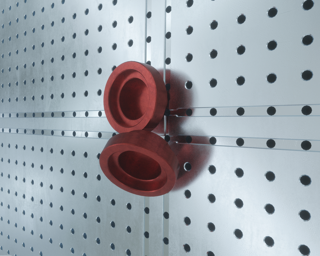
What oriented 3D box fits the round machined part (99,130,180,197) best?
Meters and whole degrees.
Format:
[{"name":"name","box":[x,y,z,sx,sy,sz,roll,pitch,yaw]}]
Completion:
[{"name":"round machined part","box":[-0.023,0.040,0.393,0.098,0.042,0.097,10,134,11]}]

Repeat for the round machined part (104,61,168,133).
[{"name":"round machined part","box":[-0.028,-0.039,0.420,0.098,0.042,0.097,0,90,39]}]
